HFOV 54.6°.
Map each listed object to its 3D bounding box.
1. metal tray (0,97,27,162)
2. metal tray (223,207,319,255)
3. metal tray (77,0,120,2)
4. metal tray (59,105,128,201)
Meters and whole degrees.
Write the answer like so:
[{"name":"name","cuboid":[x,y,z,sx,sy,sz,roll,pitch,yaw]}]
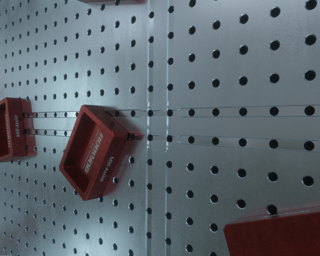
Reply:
[{"name":"metal tray","cuboid":[-0.338,0.006,0.687,0.090,0.030,0.129,-17,79,39]},{"name":"metal tray","cuboid":[0.134,0.127,0.296,0.130,0.030,0.090,-23,76,37]},{"name":"metal tray","cuboid":[-0.090,-0.248,0.482,0.130,0.030,0.089,16,100,39]},{"name":"metal tray","cuboid":[-0.111,0.039,0.498,0.090,0.030,0.129,39,114,33]}]
